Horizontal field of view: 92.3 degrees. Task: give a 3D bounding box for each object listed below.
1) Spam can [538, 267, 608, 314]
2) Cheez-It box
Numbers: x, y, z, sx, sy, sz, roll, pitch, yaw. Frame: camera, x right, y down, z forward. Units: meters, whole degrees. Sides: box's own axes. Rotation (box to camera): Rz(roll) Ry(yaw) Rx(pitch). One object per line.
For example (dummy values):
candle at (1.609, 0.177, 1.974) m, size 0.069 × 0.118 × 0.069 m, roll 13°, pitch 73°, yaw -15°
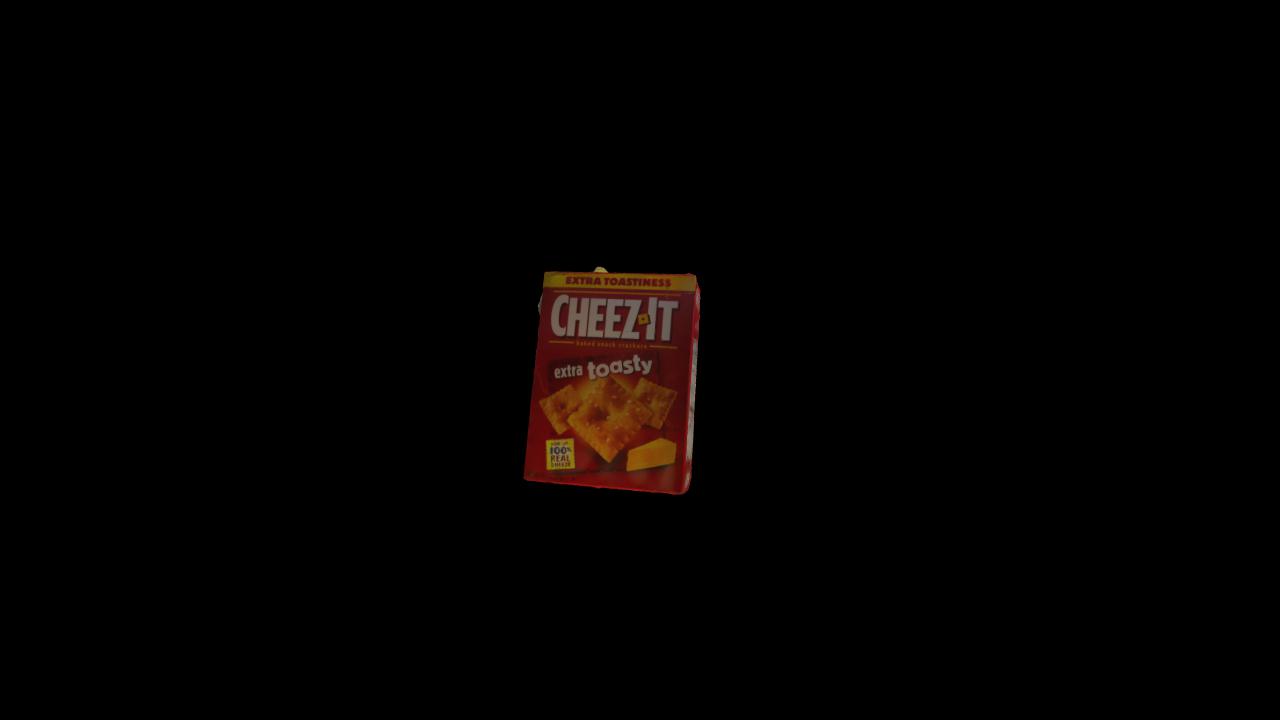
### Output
Spam can at (-0.062, -0.060, 0.762) m, size 0.085 × 0.058 × 0.101 m, roll -11°, pitch -39°, yaw 32°
Cheez-It box at (-0.024, 0.022, 0.647) m, size 0.166 × 0.223 × 0.071 m, roll 3°, pitch -7°, yaw 10°
